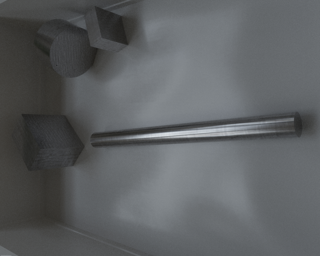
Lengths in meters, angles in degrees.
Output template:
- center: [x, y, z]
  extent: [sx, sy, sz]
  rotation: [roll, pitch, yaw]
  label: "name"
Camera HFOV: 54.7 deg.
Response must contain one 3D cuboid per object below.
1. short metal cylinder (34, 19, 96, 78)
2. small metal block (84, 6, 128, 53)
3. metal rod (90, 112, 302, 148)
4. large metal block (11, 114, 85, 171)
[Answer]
- center: [-0.149, -0.126, 0.491]
  extent: [0.050, 0.081, 0.079]
  rotation: [33, 110, 35]
  label: "short metal cylinder"
- center: [-0.078, -0.143, 0.453]
  extent: [0.025, 0.050, 0.050]
  rotation: [-22, 76, 38]
  label: "small metal block"
- center: [0.017, 0.008, 0.391]
  extent: [0.300, 0.025, 0.025]
  rotation: [-6, 87, 39]
  label: "metal rod"
- center: [-0.189, 0.022, 0.524]
  extent: [0.080, 0.081, 0.050]
  rotation: [50, 120, 28]
  label: "large metal block"
